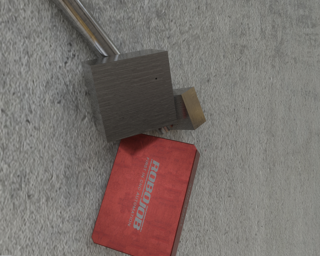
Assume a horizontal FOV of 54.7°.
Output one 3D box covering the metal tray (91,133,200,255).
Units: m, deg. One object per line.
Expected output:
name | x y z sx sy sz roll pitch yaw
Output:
metal tray | -0.014 0.075 0.351 0.030 0.090 0.130 50 53 -69

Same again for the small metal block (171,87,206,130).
small metal block | 0.027 -0.025 0.414 0.025 0.050 0.050 -36 112 -35

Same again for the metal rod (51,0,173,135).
metal rod | -0.075 -0.105 0.343 0.300 0.025 0.025 52 60 -28

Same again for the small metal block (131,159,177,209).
small metal block | -0.005 0.068 0.386 0.025 0.050 0.050 -26 107 -37

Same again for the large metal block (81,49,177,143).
large metal block | -0.033 -0.038 0.339 0.081 0.050 0.079 -16 112 -20
